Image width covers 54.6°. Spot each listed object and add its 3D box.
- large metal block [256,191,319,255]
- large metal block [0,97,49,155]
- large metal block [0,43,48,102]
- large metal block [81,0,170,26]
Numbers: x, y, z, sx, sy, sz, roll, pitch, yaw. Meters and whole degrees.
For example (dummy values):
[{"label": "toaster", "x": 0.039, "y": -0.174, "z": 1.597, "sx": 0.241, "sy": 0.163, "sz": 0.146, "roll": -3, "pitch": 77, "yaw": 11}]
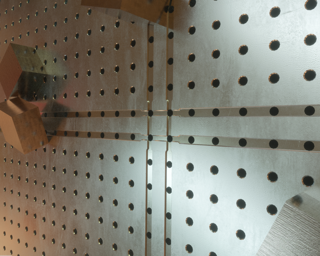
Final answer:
[{"label": "large metal block", "x": 0.140, "y": 0.117, "z": 0.278, "sx": 0.080, "sy": 0.050, "sz": 0.080, "roll": 33, "pitch": 111, "yaw": 35}, {"label": "large metal block", "x": -0.268, "y": -0.006, "z": 0.598, "sx": 0.080, "sy": 0.050, "sz": 0.080, "roll": 22, "pitch": 129, "yaw": 38}, {"label": "large metal block", "x": -0.281, "y": -0.111, "z": 0.627, "sx": 0.080, "sy": 0.050, "sz": 0.080, "roll": -48, "pitch": 62, "yaw": 29}, {"label": "large metal block", "x": -0.044, "y": -0.174, "z": 0.411, "sx": 0.080, "sy": 0.081, "sz": 0.050, "roll": 22, "pitch": 104, "yaw": 38}]
